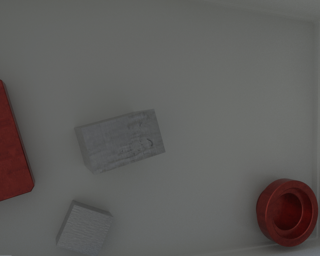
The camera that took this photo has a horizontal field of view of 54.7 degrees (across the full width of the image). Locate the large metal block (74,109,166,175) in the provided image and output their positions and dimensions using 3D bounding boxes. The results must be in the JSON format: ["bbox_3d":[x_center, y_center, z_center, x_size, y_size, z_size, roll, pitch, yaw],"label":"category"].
[{"bbox_3d":[-0.050,0.013,0.363,0.081,0.080,0.050,-16,96,-20],"label":"large metal block"}]

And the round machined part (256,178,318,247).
[{"bbox_3d":[0.188,0.126,0.473,0.099,0.042,0.097,0,90,-21],"label":"round machined part"}]

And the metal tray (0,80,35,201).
[{"bbox_3d":[-0.200,0.018,0.334,0.091,0.030,0.129,-17,96,-20],"label":"metal tray"}]

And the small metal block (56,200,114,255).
[{"bbox_3d":[-0.092,0.122,0.377,0.050,0.025,0.050,25,82,-19],"label":"small metal block"}]
